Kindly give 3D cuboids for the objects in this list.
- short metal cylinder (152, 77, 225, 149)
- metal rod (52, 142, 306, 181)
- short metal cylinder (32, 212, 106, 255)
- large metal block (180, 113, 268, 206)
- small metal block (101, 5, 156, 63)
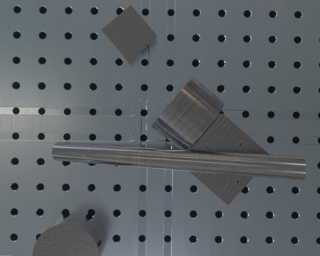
[{"bbox_3d":[0.035,-0.017,0.386,0.050,0.080,0.080,40,90,0],"label":"short metal cylinder"},{"bbox_3d":[0.007,0.037,0.368,0.301,0.025,0.025,2,90,17],"label":"metal rod"},{"bbox_3d":[-0.114,0.156,0.400,0.081,0.050,0.079,0,90,0],"label":"short metal cylinder"},{"bbox_3d":[0.080,0.038,0.402,0.080,0.050,0.080,42,90,0],"label":"large metal block"},{"bbox_3d":[-0.041,-0.124,0.413,0.050,0.025,0.050,-40,90,0],"label":"small metal block"}]
